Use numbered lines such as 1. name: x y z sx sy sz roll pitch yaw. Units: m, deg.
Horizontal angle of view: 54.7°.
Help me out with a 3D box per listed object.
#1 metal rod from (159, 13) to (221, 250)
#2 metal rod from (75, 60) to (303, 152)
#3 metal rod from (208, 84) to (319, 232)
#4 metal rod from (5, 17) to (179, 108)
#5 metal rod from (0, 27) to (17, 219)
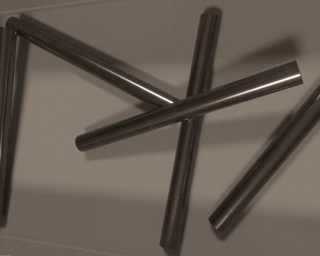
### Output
1. metal rod: 0.037 0.007 0.396 0.025 0.025 0.298 11 94 19
2. metal rod: 0.013 -0.017 0.380 0.300 0.025 0.025 -17 84 27
3. metal rod: 0.157 0.002 0.355 0.025 0.025 0.299 39 102 15
4. metal rod: -0.107 -0.096 0.446 0.301 0.025 0.025 28 99 17
5. metal rod: -0.248 -0.002 0.483 0.025 0.025 0.298 11 98 19
